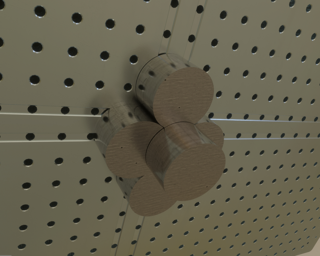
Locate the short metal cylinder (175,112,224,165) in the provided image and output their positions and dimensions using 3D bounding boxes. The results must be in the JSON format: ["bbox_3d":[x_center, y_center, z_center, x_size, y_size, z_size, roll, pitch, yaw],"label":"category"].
[{"bbox_3d":[0.040,0.016,0.426,0.081,0.050,0.079,-14,124,-21],"label":"short metal cylinder"}]

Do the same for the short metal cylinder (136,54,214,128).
[{"bbox_3d":[0.018,-0.044,0.377,0.081,0.050,0.079,-14,125,-22],"label":"short metal cylinder"}]

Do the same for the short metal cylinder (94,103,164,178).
[{"bbox_3d":[-0.036,0.015,0.385,0.081,0.050,0.079,-14,124,-21],"label":"short metal cylinder"}]

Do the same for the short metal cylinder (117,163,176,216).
[{"bbox_3d":[-0.014,0.075,0.433,0.081,0.050,0.079,-13,122,-22],"label":"short metal cylinder"}]

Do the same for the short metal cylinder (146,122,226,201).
[{"bbox_3d":[0.030,0.040,0.370,0.081,0.050,0.079,-14,124,-21],"label":"short metal cylinder"}]
